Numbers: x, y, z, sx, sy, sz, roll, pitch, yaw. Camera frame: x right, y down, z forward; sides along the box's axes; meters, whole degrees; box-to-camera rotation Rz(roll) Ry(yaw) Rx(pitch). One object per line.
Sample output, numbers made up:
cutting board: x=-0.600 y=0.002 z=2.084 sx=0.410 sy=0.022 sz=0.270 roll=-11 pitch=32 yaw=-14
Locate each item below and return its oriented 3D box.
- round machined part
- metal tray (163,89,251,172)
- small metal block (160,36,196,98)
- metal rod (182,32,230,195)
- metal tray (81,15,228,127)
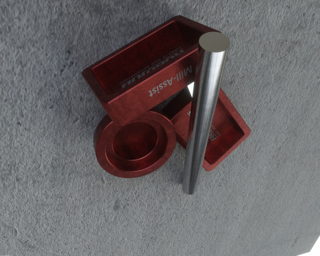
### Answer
round machined part: x=-0.033 y=0.011 z=0.383 sx=0.099 sy=0.042 sz=0.097 roll=-11 pitch=125 yaw=-15
metal tray: x=0.066 y=-0.003 z=0.441 sx=0.090 sy=0.030 sz=0.130 roll=-44 pitch=130 yaw=2
small metal block: x=0.029 y=-0.070 z=0.360 sx=0.025 sy=0.050 sz=0.050 roll=-35 pitch=144 yaw=-2
metal rod: x=0.046 y=0.013 z=0.374 sx=0.025 sy=0.025 sz=0.299 roll=-24 pitch=149 yaw=-14
metal tray: x=-0.009 y=-0.065 z=0.322 sx=0.131 sy=0.090 sz=0.030 roll=-33 pitch=129 yaw=-8
